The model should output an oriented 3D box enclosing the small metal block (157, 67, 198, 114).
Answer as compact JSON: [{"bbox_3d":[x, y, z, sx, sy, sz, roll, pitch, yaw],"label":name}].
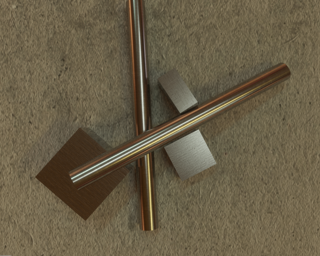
[{"bbox_3d":[0.021,-0.045,0.398,0.025,0.050,0.050,-33,90,0],"label":"small metal block"}]

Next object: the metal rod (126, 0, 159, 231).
[{"bbox_3d":[-0.023,-0.017,0.409,0.025,0.025,0.298,-3,90,-1],"label":"metal rod"}]

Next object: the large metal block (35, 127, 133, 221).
[{"bbox_3d":[-0.093,0.055,0.396,0.080,0.050,0.080,42,90,-1],"label":"large metal block"}]

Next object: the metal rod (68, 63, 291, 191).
[{"bbox_3d":[0.034,-0.008,0.380,0.302,0.025,0.025,-27,90,-12],"label":"metal rod"}]

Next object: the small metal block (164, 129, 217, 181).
[{"bbox_3d":[0.039,0.035,0.411,0.050,0.025,0.050,-27,90,-1],"label":"small metal block"}]
